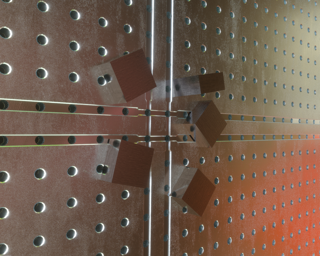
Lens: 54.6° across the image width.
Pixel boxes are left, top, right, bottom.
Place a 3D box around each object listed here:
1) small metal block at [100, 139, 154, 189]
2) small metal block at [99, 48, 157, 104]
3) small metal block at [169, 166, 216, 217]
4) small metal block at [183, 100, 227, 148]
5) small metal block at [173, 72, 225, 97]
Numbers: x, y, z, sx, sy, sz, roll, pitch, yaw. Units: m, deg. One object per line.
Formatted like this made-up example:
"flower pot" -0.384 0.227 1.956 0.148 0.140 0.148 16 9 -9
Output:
"small metal block" -0.039 0.043 0.376 0.050 0.025 0.050 19 78 -38
"small metal block" -0.038 -0.063 0.376 0.050 0.025 0.050 -33 111 -35
"small metal block" 0.048 0.092 0.449 0.050 0.025 0.050 47 62 -30
"small metal block" 0.068 -0.006 0.465 0.050 0.025 0.050 52 60 -27
"small metal block" 0.055 -0.061 0.437 0.050 0.050 0.025 -14 99 -39
